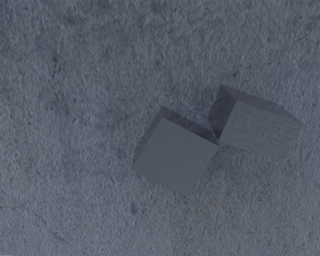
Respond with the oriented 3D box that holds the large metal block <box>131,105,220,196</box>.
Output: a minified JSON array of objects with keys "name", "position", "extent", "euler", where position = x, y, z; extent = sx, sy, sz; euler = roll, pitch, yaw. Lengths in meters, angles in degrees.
[{"name":"large metal block","position":[0.018,0.029,0.407],"extent":[0.080,0.050,0.080],"euler":[27,108,-10]}]

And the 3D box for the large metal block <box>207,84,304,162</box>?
[{"name":"large metal block","position":[0.111,-0.009,0.379],"extent":[0.080,0.080,0.050],"euler":[18,109,-7]}]
